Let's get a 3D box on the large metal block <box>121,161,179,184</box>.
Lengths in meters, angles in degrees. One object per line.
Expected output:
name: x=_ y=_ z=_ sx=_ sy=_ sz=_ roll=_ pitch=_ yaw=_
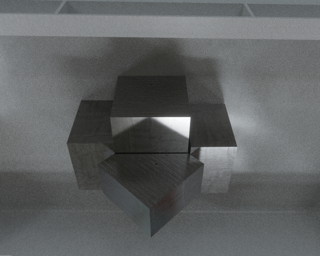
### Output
large metal block: x=-0.009 y=0.059 z=0.421 sx=0.081 sy=0.080 sz=0.050 roll=0 pitch=130 yaw=0

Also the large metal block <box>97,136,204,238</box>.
large metal block: x=-0.009 y=0.057 z=0.346 sx=0.081 sy=0.080 sz=0.050 roll=-33 pitch=140 yaw=-33

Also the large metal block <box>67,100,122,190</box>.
large metal block: x=-0.075 y=0.021 z=0.389 sx=0.050 sy=0.080 sz=0.079 roll=0 pitch=130 yaw=0

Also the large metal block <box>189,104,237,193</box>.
large metal block: x=0.058 y=0.025 z=0.390 sx=0.050 sy=0.080 sz=0.079 roll=0 pitch=130 yaw=-1

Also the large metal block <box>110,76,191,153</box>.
large metal block: x=-0.010 y=-0.018 z=0.356 sx=0.081 sy=0.080 sz=0.050 roll=0 pitch=130 yaw=0
